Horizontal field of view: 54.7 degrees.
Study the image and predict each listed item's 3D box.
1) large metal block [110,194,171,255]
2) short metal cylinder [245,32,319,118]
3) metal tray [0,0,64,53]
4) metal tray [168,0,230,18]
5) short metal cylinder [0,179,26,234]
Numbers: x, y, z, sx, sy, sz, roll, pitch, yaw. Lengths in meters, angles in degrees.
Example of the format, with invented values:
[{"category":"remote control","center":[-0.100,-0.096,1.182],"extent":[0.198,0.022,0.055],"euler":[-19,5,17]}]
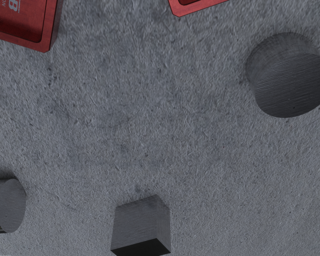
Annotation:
[{"category":"large metal block","center":[-0.030,0.167,0.513],"extent":[0.080,0.080,0.050],"euler":[-21,127,16]},{"category":"short metal cylinder","center":[0.140,-0.058,0.343],"extent":[0.081,0.050,0.079],"euler":[0,130,0]},{"category":"metal tray","center":[-0.134,-0.143,0.280],"extent":[0.091,0.030,0.129],"euler":[16,128,-14]},{"category":"metal tray","center":[0.034,-0.171,0.258],"extent":[0.090,0.030,0.130],"euler":[-15,129,12]},{"category":"short metal cylinder","center":[-0.248,0.119,0.470],"extent":[0.050,0.080,0.080],"euler":[-5,130,4]}]
